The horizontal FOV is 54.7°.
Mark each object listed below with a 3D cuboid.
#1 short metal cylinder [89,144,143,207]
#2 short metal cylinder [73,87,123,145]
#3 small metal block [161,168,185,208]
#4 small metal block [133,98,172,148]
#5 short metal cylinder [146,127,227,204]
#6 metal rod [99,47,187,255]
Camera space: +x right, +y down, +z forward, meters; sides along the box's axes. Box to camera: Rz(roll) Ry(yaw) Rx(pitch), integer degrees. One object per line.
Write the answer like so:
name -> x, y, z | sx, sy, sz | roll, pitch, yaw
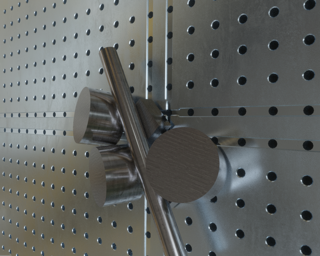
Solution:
short metal cylinder -> -0.061, 0.063, 0.421 | 0.080, 0.050, 0.079 | 15, 107, 61
short metal cylinder -> -0.088, -0.015, 0.443 | 0.080, 0.050, 0.080 | -25, 60, 56
small metal block -> 0.009, 0.072, 0.397 | 0.050, 0.025, 0.050 | -48, 62, 29
small metal block -> -0.020, -0.004, 0.421 | 0.050, 0.025, 0.050 | -51, 61, 28
short metal cylinder -> 0.031, 0.044, 0.346 | 0.080, 0.050, 0.080 | -6, 74, 19
metal rod -> -0.024, 0.029, 0.391 | 0.025, 0.025, 0.299 | -32, 70, 35
